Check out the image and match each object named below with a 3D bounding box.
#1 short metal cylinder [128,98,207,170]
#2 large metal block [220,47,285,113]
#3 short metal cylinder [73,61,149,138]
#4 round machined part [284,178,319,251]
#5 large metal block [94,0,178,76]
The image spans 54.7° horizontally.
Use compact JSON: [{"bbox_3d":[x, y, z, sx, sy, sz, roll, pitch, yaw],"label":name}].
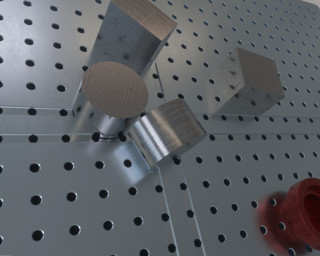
[{"bbox_3d":[0.009,0.008,0.373,0.081,0.080,0.050,-23,75,-36],"label":"short metal cylinder"},{"bbox_3d":[0.153,-0.080,0.523,0.081,0.050,0.080,12,57,-22],"label":"large metal block"},{"bbox_3d":[-0.061,-0.034,0.380,0.081,0.050,0.080,14,56,-21],"label":"short metal cylinder"},{"bbox_3d":[0.217,0.123,0.438,0.099,0.042,0.098,14,56,-21],"label":"round machined part"},{"bbox_3d":[-0.035,-0.131,0.434,0.080,0.080,0.050,37,51,-3],"label":"large metal block"}]
